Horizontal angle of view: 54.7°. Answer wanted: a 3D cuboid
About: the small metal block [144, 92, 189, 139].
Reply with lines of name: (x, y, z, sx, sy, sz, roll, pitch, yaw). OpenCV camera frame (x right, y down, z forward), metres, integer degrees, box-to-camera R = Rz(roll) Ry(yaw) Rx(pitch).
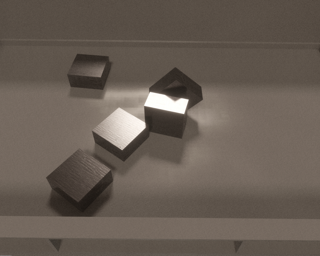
small metal block: (0.008, -0.016, 0.402, 0.050, 0.050, 0.025, 12, 52, 10)

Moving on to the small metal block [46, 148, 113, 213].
small metal block: (-0.091, 0.059, 0.355, 0.050, 0.025, 0.050, 30, 56, 22)

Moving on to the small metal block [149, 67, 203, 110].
small metal block: (0.021, -0.046, 0.414, 0.050, 0.050, 0.025, 31, 41, -32)

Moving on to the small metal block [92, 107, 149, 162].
small metal block: (-0.050, 0.007, 0.398, 0.050, 0.025, 0.050, 30, 56, 22)

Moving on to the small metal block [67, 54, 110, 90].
small metal block: (-0.108, -0.087, 0.477, 0.050, 0.025, 0.050, 6, 50, 4)
